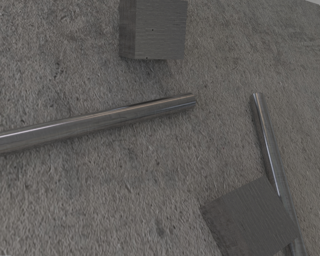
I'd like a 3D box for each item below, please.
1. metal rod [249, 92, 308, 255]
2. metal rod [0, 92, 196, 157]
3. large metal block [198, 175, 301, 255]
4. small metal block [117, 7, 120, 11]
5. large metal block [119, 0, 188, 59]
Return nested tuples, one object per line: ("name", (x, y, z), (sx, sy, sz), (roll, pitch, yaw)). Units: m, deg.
("metal rod", (0.171, 0.077, 0.448), (0.025, 0.025, 0.299), (11, 57, -23))
("metal rod", (-0.077, -0.007, 0.366), (0.302, 0.025, 0.025), (-15, 70, -34))
("large metal block", (0.108, 0.113, 0.376), (0.081, 0.050, 0.080), (-15, 70, -34))
("small metal block", (-0.033, -0.191, 0.486), (0.050, 0.050, 0.025), (45, 51, 3))
("large metal block", (-0.011, -0.141, 0.441), (0.081, 0.050, 0.079), (-8, 110, -32))
